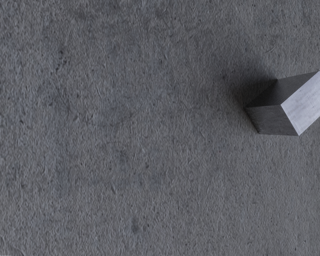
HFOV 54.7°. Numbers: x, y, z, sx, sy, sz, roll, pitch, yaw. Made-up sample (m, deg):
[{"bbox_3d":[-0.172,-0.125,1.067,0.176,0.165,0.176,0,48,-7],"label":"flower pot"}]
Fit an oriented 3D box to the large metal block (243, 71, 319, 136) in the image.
[{"bbox_3d":[0.184,-0.034,0.448,0.080,0.080,0.050,-38,103,-16],"label":"large metal block"}]
